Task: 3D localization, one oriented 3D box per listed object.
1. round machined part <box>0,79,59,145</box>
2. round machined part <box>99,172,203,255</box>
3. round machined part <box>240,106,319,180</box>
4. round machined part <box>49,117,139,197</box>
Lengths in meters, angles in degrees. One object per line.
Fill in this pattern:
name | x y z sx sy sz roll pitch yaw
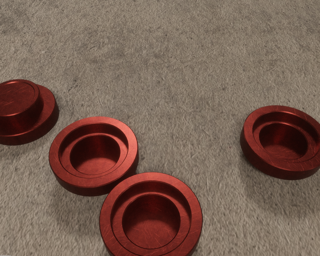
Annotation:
round machined part | -0.190 -0.028 0.413 0.099 0.042 0.098 0 50 0
round machined part | -0.008 0.097 0.311 0.099 0.042 0.098 0 50 0
round machined part | 0.147 0.022 0.376 0.099 0.042 0.098 0 50 0
round machined part | -0.074 0.036 0.361 0.099 0.042 0.098 0 50 0
